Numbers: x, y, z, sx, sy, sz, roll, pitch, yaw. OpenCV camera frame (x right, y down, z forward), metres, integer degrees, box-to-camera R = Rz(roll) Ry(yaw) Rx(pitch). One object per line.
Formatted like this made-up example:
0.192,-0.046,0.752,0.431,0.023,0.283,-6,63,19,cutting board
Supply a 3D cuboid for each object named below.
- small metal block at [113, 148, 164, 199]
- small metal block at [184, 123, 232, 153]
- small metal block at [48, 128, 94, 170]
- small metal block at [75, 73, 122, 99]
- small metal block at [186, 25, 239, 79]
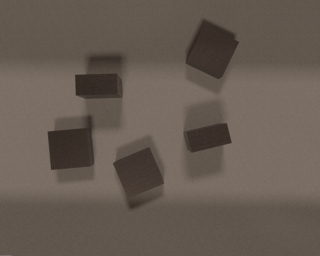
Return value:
-0.028,0.059,0.411,0.050,0.025,0.050,-23,90,-1,small metal block
0.060,0.012,0.400,0.050,0.050,0.025,-14,90,0,small metal block
-0.117,0.027,0.410,0.050,0.025,0.050,-5,90,-1,small metal block
-0.077,-0.053,0.398,0.050,0.050,0.025,-2,90,-1,small metal block
0.069,-0.100,0.412,0.050,0.025,0.050,26,90,-1,small metal block
